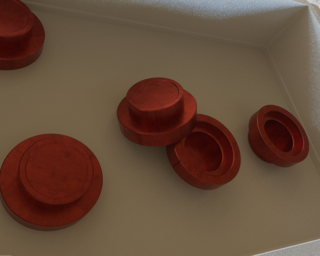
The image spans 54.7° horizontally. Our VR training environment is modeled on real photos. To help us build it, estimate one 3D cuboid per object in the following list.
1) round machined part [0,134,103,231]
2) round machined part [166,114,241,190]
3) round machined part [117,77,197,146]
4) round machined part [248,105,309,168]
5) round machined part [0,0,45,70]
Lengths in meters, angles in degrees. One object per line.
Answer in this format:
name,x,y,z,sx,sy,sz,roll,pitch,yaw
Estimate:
round machined part,-0.105,0.048,0.309,0.099,0.042,0.098,14,56,-21
round machined part,0.052,0.034,0.402,0.099,0.042,0.098,14,56,-21
round machined part,-0.004,-0.026,0.378,0.099,0.042,0.098,-4,42,3
round machined part,0.177,0.016,0.480,0.099,0.042,0.098,14,56,-21
round machined part,-0.188,-0.120,0.367,0.099,0.042,0.098,14,56,-21
